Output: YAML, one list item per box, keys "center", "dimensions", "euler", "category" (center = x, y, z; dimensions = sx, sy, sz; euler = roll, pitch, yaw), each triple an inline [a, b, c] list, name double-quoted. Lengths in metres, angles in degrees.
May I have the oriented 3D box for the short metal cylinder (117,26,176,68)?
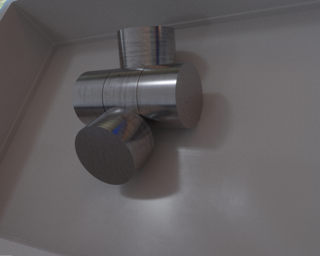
- center: [-0.018, -0.111, 0.437]
  dimensions: [0.080, 0.080, 0.050]
  euler: [2, 101, 29]
  category: "short metal cylinder"

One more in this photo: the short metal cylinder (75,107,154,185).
- center: [-0.054, 0.021, 0.374]
  dimensions: [0.080, 0.080, 0.050]
  euler: [0, 28, 28]
  category: "short metal cylinder"

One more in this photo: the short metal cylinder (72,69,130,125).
- center: [-0.074, -0.041, 0.433]
  dimensions: [0.050, 0.080, 0.080]
  euler: [1, 62, 29]
  category: "short metal cylinder"

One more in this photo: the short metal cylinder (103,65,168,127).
- center: [-0.030, -0.041, 0.409]
  dimensions: [0.050, 0.080, 0.080]
  euler: [1, 62, 29]
  category: "short metal cylinder"

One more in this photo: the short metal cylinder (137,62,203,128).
- center: [0.015, -0.040, 0.385]
  dimensions: [0.050, 0.080, 0.080]
  euler: [1, 62, 29]
  category: "short metal cylinder"
